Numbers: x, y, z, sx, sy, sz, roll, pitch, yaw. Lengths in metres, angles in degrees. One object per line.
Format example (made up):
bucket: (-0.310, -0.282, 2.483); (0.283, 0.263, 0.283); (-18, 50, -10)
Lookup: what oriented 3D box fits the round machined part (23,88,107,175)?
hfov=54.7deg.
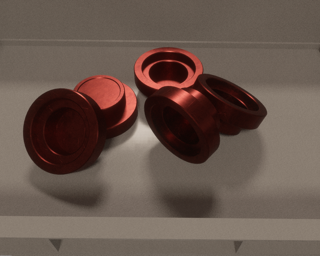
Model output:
round machined part: (-0.107, 0.004, 0.368); (0.098, 0.042, 0.097); (-1, 88, 17)

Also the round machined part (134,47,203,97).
round machined part: (0.012, -0.073, 0.455); (0.099, 0.042, 0.098); (0, 50, 0)

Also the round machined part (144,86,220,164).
round machined part: (0.031, -0.008, 0.364); (0.098, 0.097, 0.042); (35, 61, 25)

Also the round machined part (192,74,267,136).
round machined part: (0.083, -0.027, 0.400); (0.099, 0.042, 0.098); (21, 28, -11)

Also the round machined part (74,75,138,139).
round machined part: (-0.081, -0.035, 0.422); (0.099, 0.042, 0.098); (0, 50, 0)
